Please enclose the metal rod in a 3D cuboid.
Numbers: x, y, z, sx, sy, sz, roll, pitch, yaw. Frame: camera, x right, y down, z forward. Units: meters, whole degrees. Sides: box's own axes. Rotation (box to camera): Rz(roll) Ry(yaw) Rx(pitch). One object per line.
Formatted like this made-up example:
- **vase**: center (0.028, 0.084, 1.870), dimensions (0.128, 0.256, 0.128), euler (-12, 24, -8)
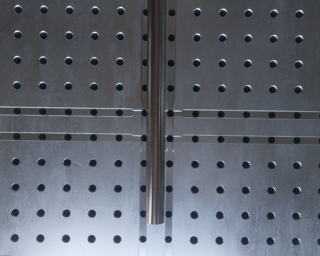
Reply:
- **metal rod**: center (-0.005, -0.024, 0.414), dimensions (0.025, 0.025, 0.298), euler (1, 90, 0)
